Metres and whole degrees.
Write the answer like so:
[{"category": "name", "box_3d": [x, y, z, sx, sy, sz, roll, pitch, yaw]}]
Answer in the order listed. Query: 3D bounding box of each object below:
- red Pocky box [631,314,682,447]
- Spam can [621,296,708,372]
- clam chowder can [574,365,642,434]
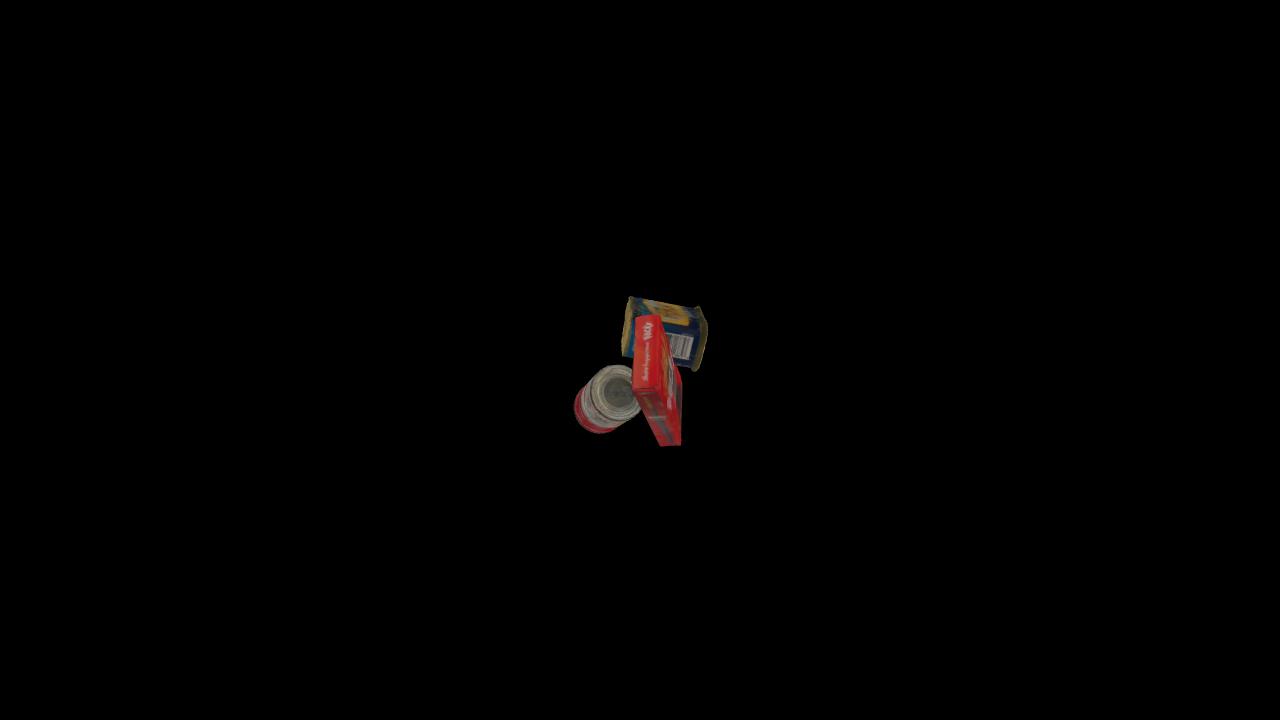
[{"category": "red Pocky box", "box_3d": [0.021, 0.027, 0.642, 0.028, 0.083, 0.155, -2, -28, 12]}, {"category": "Spam can", "box_3d": [0.025, -0.033, 0.696, 0.085, 0.058, 0.101, 10, 19, -6]}, {"category": "clam chowder can", "box_3d": [-0.038, 0.048, 0.739, 0.068, 0.068, 0.102, 0, -14, -16]}]
